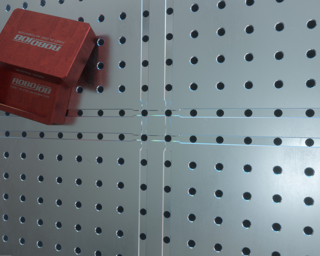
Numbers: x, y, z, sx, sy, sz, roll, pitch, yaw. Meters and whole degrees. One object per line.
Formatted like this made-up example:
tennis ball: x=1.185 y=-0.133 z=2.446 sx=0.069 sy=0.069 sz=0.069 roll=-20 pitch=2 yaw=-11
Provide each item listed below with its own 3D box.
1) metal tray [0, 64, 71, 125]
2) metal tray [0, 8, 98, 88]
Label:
metal tray: x=-0.202 y=-0.063 z=0.479 sx=0.130 sy=0.030 sz=0.089 roll=16 pitch=95 yaw=19
metal tray: x=-0.168 y=-0.117 z=0.446 sx=0.130 sy=0.030 sz=0.090 roll=16 pitch=74 yaw=14
